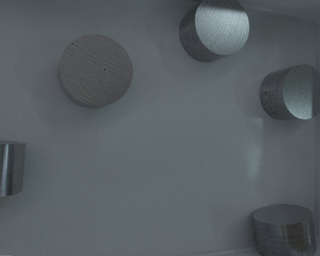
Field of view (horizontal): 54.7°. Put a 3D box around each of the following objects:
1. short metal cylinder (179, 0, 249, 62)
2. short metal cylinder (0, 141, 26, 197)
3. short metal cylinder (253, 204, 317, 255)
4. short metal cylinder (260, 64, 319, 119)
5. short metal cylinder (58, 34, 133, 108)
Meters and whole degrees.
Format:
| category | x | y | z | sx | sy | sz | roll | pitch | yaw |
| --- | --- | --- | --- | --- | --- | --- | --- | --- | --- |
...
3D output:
| category | x | y | z | sx | sy | sz | roll | pitch | yaw |
| --- | --- | --- | --- | --- | --- | --- | --- | --- | --- |
| short metal cylinder | 0.073 | -0.134 | 0.424 | 0.081 | 0.050 | 0.080 | 0 | 90 | -20 |
| short metal cylinder | -0.182 | 0.039 | 0.314 | 0.081 | 0.080 | 0.050 | 4 | 89 | -20 |
| short metal cylinder | 0.179 | 0.148 | 0.447 | 0.081 | 0.080 | 0.050 | -10 | 94 | -20 |
| short metal cylinder | 0.201 | -0.052 | 0.471 | 0.081 | 0.050 | 0.080 | 0 | 90 | -20 |
| short metal cylinder | -0.078 | -0.065 | 0.368 | 0.081 | 0.050 | 0.080 | 0 | 90 | -20 |
